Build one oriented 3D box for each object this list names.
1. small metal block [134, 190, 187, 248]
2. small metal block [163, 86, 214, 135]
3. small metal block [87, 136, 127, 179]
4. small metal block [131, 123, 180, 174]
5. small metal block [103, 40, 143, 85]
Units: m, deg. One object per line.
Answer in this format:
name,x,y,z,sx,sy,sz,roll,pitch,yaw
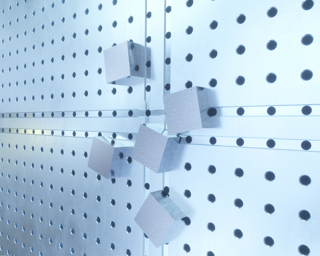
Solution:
small metal block,-0.001,0.119,0.408,0.050,0.025,0.050,43,116,31
small metal block,0.034,-0.020,0.380,0.050,0.025,0.050,-13,82,39
small metal block,-0.081,0.044,0.474,0.050,0.025,0.050,22,104,37
small metal block,-0.007,0.026,0.413,0.050,0.025,0.050,27,107,36
small metal block,-0.054,-0.094,0.452,0.050,0.025,0.050,-10,84,39
